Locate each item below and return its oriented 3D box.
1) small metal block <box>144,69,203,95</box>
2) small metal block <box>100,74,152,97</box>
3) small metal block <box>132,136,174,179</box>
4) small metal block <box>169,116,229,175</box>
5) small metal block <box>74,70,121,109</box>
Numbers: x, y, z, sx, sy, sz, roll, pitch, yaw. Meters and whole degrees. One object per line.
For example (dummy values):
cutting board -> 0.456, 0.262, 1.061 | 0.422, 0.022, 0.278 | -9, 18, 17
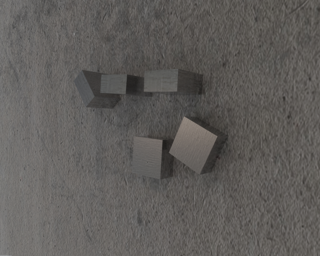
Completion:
small metal block -> 0.016, -0.054, 0.375 | 0.050, 0.050, 0.025 | 5, 94, 40
small metal block -> -0.045, -0.058, 0.426 | 0.050, 0.050, 0.025 | 8, 95, 40
small metal block -> -0.009, 0.038, 0.413 | 0.050, 0.025, 0.050 | 6, 94, 40
small metal block -> 0.045, 0.020, 0.368 | 0.050, 0.025, 0.050 | 34, 111, 35
small metal block -> -0.094, -0.057, 0.466 | 0.025, 0.050, 0.050 | -43, 64, 32
